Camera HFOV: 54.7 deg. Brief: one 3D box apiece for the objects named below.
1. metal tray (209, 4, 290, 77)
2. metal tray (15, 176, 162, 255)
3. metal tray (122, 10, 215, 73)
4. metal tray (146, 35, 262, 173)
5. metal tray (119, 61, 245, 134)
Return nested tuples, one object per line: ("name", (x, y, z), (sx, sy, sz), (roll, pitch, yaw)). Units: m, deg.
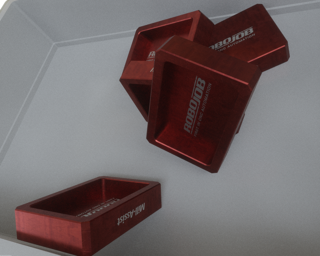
("metal tray", (0.092, -0.103, 0.417), (0.130, 0.030, 0.090), (-23, 53, 14))
("metal tray", (-0.067, 0.084, 0.326), (0.090, 0.131, 0.030), (1, 96, 28))
("metal tray", (0.006, -0.103, 0.428), (0.130, 0.030, 0.090), (6, 76, 48))
("metal tray", (0.036, -0.018, 0.314), (0.090, 0.129, 0.030), (25, 50, 15))
("metal tray", (0.027, -0.037, 0.370), (0.130, 0.090, 0.030), (8, 58, 31))
